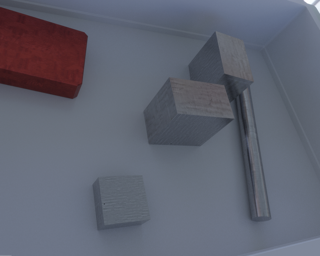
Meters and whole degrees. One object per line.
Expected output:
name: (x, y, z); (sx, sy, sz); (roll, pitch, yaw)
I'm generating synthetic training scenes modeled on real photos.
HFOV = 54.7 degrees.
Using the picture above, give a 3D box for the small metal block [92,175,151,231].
small metal block: (-0.042, 0.080, 0.335); (0.050, 0.025, 0.050); (2, 61, -28)

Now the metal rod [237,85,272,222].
metal rod: (0.138, -0.007, 0.486); (0.025, 0.025, 0.299); (15, 55, -20)

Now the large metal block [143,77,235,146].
large metal block: (0.034, -0.017, 0.401); (0.081, 0.080, 0.050); (4, 60, -27)

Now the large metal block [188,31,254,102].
large metal block: (0.089, -0.084, 0.472); (0.050, 0.080, 0.080); (10, 57, -23)

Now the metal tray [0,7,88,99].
metal tray: (-0.159, -0.092, 0.374); (0.131, 0.030, 0.090); (12, 57, -22)
